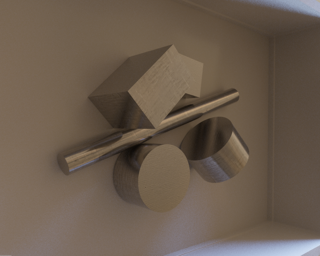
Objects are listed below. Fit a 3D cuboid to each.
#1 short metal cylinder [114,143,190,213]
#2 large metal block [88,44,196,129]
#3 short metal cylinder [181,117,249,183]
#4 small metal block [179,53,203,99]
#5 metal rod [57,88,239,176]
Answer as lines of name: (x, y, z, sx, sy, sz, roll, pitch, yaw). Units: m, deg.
short metal cylinder: (-0.009, 0.059, 0.382, 0.081, 0.050, 0.079, 0, 90, -40)
large metal block: (-0.021, -0.045, 0.354, 0.080, 0.080, 0.050, -51, 121, -28)
short metal cylinder: (0.077, 0.030, 0.437, 0.050, 0.080, 0.080, 51, 60, -29)
small metal block: (0.032, -0.071, 0.433, 0.050, 0.025, 0.050, 11, 83, -40)
metal rod: (0.009, -0.008, 0.415, 0.302, 0.025, 0.025, -23, 105, -38)
